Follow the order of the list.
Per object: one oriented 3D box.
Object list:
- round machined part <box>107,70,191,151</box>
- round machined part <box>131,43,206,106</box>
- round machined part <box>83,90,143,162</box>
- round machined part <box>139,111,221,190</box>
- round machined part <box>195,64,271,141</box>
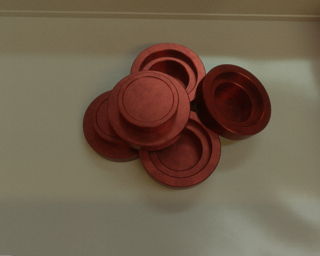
[{"bbox_3d":[-0.013,-0.026,0.362,0.099,0.042,0.098,0,70,-1],"label":"round machined part"},{"bbox_3d":[0.011,-0.063,0.422,0.099,0.042,0.098,0,70,-1],"label":"round machined part"},{"bbox_3d":[-0.050,-0.008,0.399,0.099,0.042,0.098,0,70,-1],"label":"round machined part"},{"bbox_3d":[0.024,0.029,0.388,0.099,0.042,0.098,0,70,-1],"label":"round machined part"},{"bbox_3d":[0.089,-0.030,0.399,0.099,0.042,0.098,8,66,-19],"label":"round machined part"}]
